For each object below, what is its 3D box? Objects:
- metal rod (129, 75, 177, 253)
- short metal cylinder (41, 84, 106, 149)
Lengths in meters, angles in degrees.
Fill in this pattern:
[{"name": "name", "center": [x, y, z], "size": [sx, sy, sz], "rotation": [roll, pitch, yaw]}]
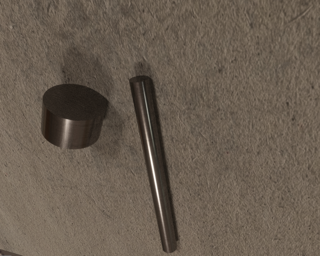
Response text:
[{"name": "metal rod", "center": [-0.005, 0.070, 0.450], "size": [0.025, 0.025, 0.298], "rotation": [5, 121, 25]}, {"name": "short metal cylinder", "center": [-0.118, -0.017, 0.421], "size": [0.080, 0.080, 0.050], "rotation": [28, 128, 10]}]
